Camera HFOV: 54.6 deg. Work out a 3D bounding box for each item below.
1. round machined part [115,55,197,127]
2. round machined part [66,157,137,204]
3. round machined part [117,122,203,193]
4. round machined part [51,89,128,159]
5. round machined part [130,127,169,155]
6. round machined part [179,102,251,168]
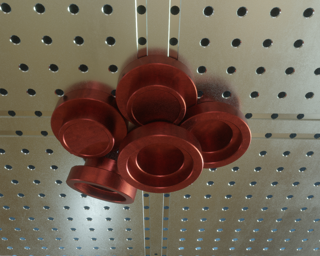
[{"bbox_3d":[-0.004,-0.034,0.372,0.099,0.042,0.097,0,130,0],"label":"round machined part"},{"bbox_3d":[-0.079,0.073,0.444,0.098,0.042,0.098,12,154,6],"label":"round machined part"},{"bbox_3d":[0.000,0.031,0.370,0.099,0.042,0.097,0,130,0],"label":"round machined part"},{"bbox_3d":[-0.091,0.002,0.401,0.099,0.042,0.097,0,130,0],"label":"round machined part"},{"bbox_3d":[-0.004,0.041,0.435,0.099,0.042,0.097,0,130,0],"label":"round machined part"},{"bbox_3d":[0.064,0.005,0.404,0.099,0.042,0.097,0,130,0],"label":"round machined part"}]
